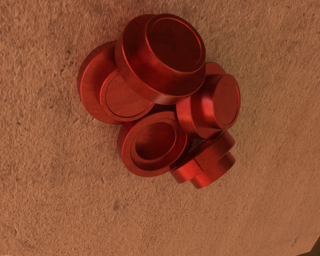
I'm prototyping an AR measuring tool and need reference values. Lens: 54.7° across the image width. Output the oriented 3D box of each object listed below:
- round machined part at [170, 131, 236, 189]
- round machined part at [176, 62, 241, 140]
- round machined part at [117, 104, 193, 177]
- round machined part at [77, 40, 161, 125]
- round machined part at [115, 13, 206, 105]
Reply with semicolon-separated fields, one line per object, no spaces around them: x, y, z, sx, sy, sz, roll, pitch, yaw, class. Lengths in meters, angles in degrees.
0.065;0.047;0.428;0.098;0.098;0.042;-37;89;-4;round machined part
0.067;-0.033;0.387;0.099;0.042;0.097;-8;101;-49;round machined part
-0.009;0.012;0.401;0.099;0.042;0.097;-14;125;-21;round machined part
-0.040;-0.046;0.350;0.099;0.042;0.097;-14;125;-21;round machined part
0.007;-0.077;0.318;0.099;0.098;0.042;1;160;-29;round machined part
